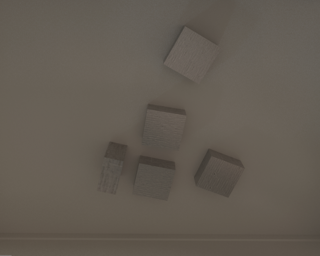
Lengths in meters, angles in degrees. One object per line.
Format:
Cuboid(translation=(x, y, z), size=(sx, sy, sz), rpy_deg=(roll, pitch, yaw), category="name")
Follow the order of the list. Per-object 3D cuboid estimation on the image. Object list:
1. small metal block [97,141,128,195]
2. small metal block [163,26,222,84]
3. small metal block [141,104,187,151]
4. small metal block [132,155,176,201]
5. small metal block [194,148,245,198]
Cuboid(translation=(-0.064, 0.053, 0.417), size=(0.025, 0.050, 0.050), rpy_deg=(13, 110, -5), category="small metal block")
Cuboid(translation=(0.038, -0.090, 0.379), size=(0.050, 0.025, 0.050), rpy_deg=(28, 107, -10), category="small metal block")
Cuboid(translation=(0.005, -0.001, 0.411), size=(0.050, 0.025, 0.050), rpy_deg=(9, 110, -4), category="small metal block")
Cuboid(translation=(-0.009, 0.071, 0.437), size=(0.050, 0.025, 0.050), rpy_deg=(12, 110, -5), category="small metal block")
Cuboid(translation=(0.083, 0.064, 0.436), size=(0.050, 0.025, 0.050), rpy_deg=(21, 109, -8), category="small metal block")
